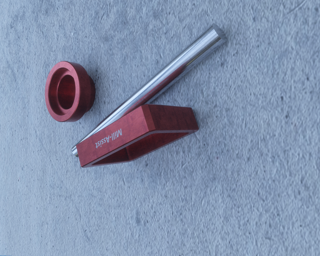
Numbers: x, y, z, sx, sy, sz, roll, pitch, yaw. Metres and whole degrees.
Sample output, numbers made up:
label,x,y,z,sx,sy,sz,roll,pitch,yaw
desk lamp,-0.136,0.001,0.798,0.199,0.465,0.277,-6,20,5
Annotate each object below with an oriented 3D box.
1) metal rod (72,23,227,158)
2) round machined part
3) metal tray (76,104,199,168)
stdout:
label,x,y,z,sx,sy,sz,roll,pitch,yaw
metal rod,-0.034,-0.035,0.430,0.299,0.025,0.025,-36,68,34
round machined part,-0.144,-0.058,0.510,0.098,0.042,0.097,0,90,39
metal tray,-0.029,0.012,0.384,0.130,0.091,0.030,-27,73,36
